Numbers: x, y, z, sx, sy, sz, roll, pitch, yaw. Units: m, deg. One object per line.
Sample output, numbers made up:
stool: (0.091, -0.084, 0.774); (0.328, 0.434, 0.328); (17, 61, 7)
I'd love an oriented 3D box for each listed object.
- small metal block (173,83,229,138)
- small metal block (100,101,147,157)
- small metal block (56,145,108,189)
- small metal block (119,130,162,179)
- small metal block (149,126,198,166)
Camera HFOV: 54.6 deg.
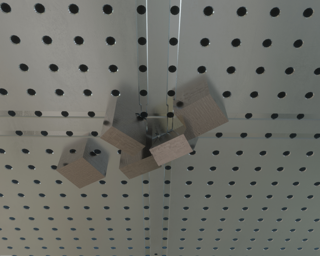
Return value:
small metal block: (0.052, -0.021, 0.394); (0.050, 0.025, 0.050); (-28, 125, 21)
small metal block: (-0.045, 0.001, 0.396); (0.050, 0.050, 0.025); (33, 123, -25)
small metal block: (-0.115, 0.059, 0.460); (0.050, 0.025, 0.050); (-26, 126, 20)
small metal block: (-0.026, 0.036, 0.425); (0.050, 0.050, 0.025); (-23, 127, 19)
small metal block: (0.020, 0.020, 0.409); (0.050, 0.050, 0.025); (-26, 99, 21)
